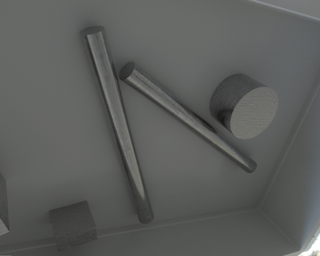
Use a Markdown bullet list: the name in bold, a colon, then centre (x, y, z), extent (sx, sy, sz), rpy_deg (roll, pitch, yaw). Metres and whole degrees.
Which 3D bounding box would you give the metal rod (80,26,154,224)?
- **metal rod**: centre (-0.045, 0.021, 0.398), extent (0.025, 0.025, 0.298), rpy_deg (-22, 127, -15)

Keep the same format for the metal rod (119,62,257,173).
- **metal rod**: centre (0.060, 0.001, 0.443), extent (0.301, 0.025, 0.025), rpy_deg (34, 99, -39)

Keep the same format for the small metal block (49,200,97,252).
- **small metal block**: centre (-0.115, 0.128, 0.410), extent (0.050, 0.050, 0.025), rpy_deg (-11, 123, -23)

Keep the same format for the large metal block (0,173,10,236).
- **large metal block**: centre (-0.205, 0.077, 0.309), extent (0.081, 0.080, 0.050), rpy_deg (-22, 127, -16)

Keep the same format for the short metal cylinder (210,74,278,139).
- **short metal cylinder**: centre (0.119, -0.031, 0.441), extent (0.081, 0.050, 0.079), rpy_deg (-14, 125, -21)
